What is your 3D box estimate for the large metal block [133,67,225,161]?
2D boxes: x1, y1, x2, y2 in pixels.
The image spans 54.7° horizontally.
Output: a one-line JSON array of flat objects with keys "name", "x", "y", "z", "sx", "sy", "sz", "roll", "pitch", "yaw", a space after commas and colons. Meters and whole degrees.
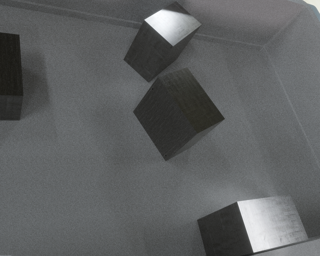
[{"name": "large metal block", "x": 0.021, "y": -0.016, "z": 0.393, "sx": 0.050, "sy": 0.080, "sz": 0.080, "roll": -25, "pitch": 76, "yaw": -37}]

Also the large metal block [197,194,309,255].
[{"name": "large metal block", "x": 0.103, "y": 0.116, "z": 0.357, "sx": 0.081, "sy": 0.080, "sz": 0.050, "roll": 1, "pitch": 62, "yaw": -28}]

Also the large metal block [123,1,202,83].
[{"name": "large metal block", "x": 0.003, "y": -0.124, "z": 0.450, "sx": 0.050, "sy": 0.080, "sz": 0.080, "roll": 43, "pitch": 51, "yaw": 1}]

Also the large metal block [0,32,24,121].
[{"name": "large metal block", "x": -0.190, "y": -0.055, "z": 0.321, "sx": 0.081, "sy": 0.050, "sz": 0.080, "roll": -1, "pitch": 62, "yaw": -29}]

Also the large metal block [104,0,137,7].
[{"name": "large metal block", "x": -0.070, "y": -0.255, "z": 0.512, "sx": 0.081, "sy": 0.050, "sz": 0.080, "roll": -34, "pitch": 81, "yaw": -38}]
